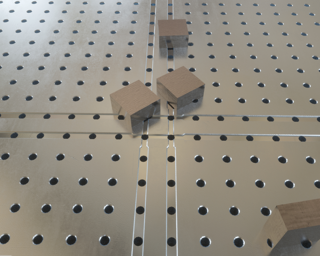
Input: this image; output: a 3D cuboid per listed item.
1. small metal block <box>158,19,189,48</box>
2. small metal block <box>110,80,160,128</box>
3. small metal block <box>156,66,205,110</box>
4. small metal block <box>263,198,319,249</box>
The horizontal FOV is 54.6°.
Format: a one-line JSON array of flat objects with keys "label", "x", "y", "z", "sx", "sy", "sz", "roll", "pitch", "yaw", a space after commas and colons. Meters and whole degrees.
[{"label": "small metal block", "x": 0.022, "y": -0.167, "z": 0.549, "sx": 0.050, "sy": 0.025, "sz": 0.050, "roll": -3, "pitch": 50, "yaw": -2}, {"label": "small metal block", "x": -0.035, "y": -0.035, "z": 0.438, "sx": 0.050, "sy": 0.025, "sz": 0.050, "roll": -31, "pitch": 57, "yaw": -24}, {"label": "small metal block", "x": 0.030, "y": -0.060, "z": 0.458, "sx": 0.050, "sy": 0.025, "sz": 0.050, "roll": -29, "pitch": 56, "yaw": -22}, {"label": "small metal block", "x": 0.139, "y": 0.096, "z": 0.311, "sx": 0.050, "sy": 0.050, "sz": 0.025, "roll": -7, "pitch": 51, "yaw": -6}]
